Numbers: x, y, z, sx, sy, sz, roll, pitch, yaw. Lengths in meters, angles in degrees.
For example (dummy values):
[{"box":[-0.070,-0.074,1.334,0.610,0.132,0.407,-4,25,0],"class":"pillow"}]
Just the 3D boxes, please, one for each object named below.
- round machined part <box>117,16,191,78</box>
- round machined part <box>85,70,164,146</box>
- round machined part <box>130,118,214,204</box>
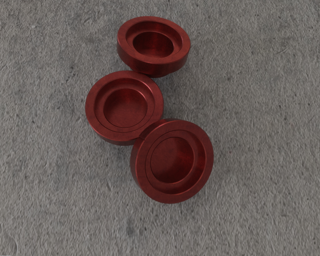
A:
[{"box":[-0.010,-0.107,0.428,0.099,0.042,0.098,5,54,-7],"class":"round machined part"},{"box":[-0.044,-0.023,0.406,0.099,0.042,0.098,0,69,1],"class":"round machined part"},{"box":[0.011,0.036,0.369,0.099,0.042,0.097,-4,100,-23],"class":"round machined part"}]
